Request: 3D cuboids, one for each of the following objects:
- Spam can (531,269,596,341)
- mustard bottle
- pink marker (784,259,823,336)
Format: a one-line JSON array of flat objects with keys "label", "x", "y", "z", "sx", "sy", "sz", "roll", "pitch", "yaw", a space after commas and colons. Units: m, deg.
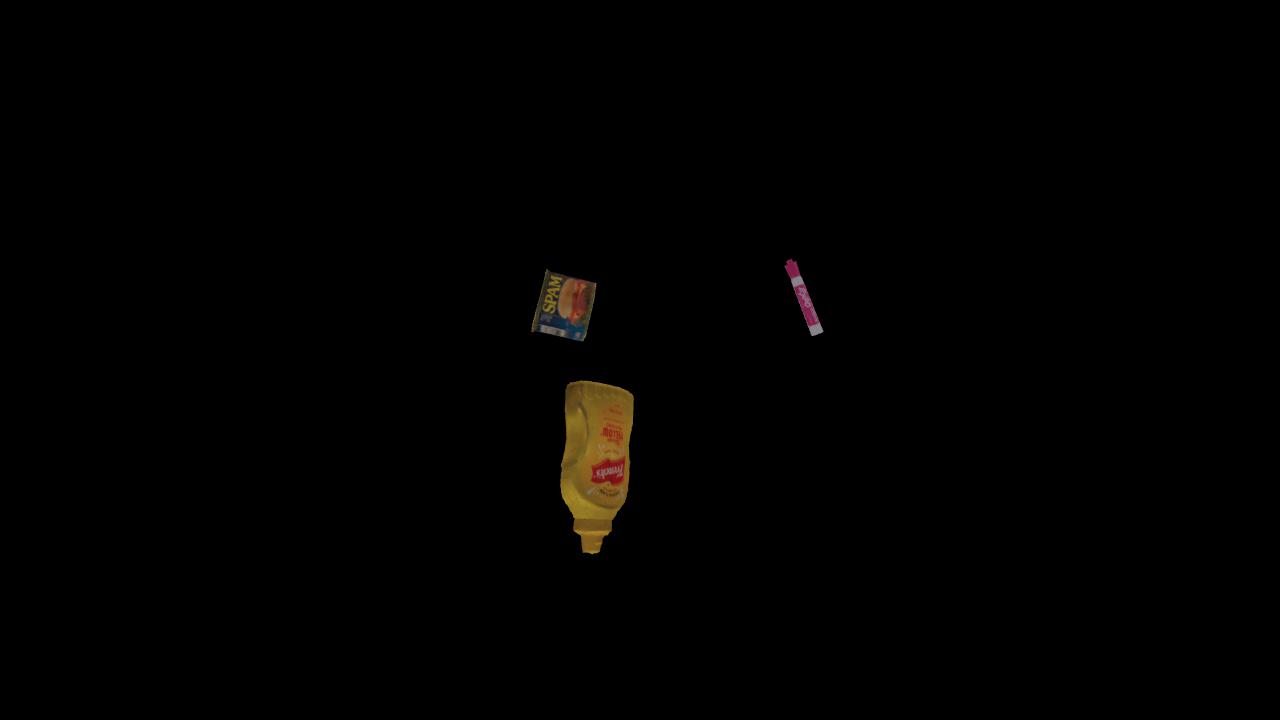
[{"label": "Spam can", "x": -0.120, "y": -0.085, "z": 0.985, "sx": 0.085, "sy": 0.101, "sz": 0.058, "roll": 13, "pitch": -25, "yaw": -8}, {"label": "mustard bottle", "x": -0.049, "y": 0.121, "z": 0.688, "sx": 0.054, "sy": 0.184, "sz": 0.092, "roll": -8, "pitch": -19, "yaw": 34}, {"label": "pink marker", "x": 0.248, "y": -0.095, "z": 0.933, "sx": 0.020, "sy": 0.121, "sz": 0.020, "roll": -21, "pitch": -1, "yaw": 0}]
